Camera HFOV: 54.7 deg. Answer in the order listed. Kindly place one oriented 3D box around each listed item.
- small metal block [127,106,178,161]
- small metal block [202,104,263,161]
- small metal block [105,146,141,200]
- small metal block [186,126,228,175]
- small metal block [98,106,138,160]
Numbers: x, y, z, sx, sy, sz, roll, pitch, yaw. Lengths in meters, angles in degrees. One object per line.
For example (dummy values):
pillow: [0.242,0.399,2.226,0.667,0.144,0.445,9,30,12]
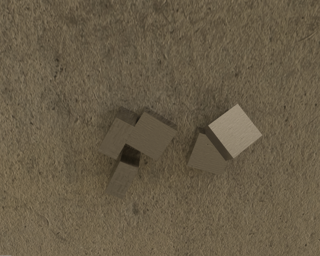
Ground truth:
small metal block: [-0.012,0.007,0.412,0.050,0.025,0.050,31,107,-11]
small metal block: [0.091,0.006,0.394,0.050,0.025,0.050,-35,85,-16]
small metal block: [-0.049,0.059,0.418,0.025,0.050,0.050,24,108,-9]
small metal block: [0.068,0.031,0.422,0.050,0.025,0.050,16,109,-6]
small metal block: [-0.053,0.005,0.398,0.025,0.050,0.050,28,108,-10]
